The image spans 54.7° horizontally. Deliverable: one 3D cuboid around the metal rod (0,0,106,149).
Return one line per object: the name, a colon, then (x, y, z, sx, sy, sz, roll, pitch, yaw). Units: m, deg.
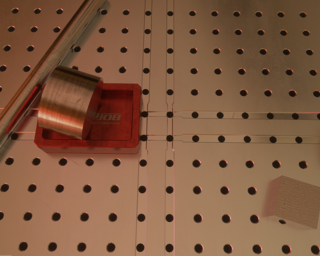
metal rod: (-0.160, -0.090, 0.443, 0.025, 0.025, 0.300, 26, 72, 9)

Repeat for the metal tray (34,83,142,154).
metal tray: (-0.091, -0.014, 0.413, 0.131, 0.030, 0.090, 1, 70, 0)

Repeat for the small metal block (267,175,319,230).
small metal block: (0.165, 0.092, 0.379, 0.050, 0.025, 0.050, 17, 71, 6)

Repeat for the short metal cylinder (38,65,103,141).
short metal cylinder: (-0.105, -0.030, 0.375, 0.050, 0.080, 0.080, 17, 71, -4)
